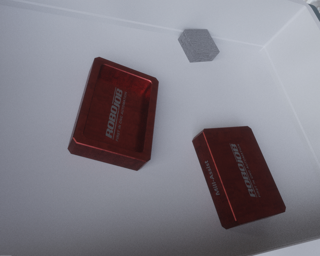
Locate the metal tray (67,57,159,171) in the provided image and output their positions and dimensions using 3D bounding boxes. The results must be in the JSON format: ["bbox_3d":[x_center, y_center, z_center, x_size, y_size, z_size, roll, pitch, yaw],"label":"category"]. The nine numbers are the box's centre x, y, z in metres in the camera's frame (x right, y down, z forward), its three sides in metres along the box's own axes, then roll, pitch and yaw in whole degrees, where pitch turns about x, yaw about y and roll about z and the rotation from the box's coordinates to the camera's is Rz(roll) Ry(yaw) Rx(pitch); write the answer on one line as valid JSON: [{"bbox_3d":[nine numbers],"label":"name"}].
[{"bbox_3d":[-0.053,-0.020,0.386,0.091,0.030,0.130,18,55,-18],"label":"metal tray"}]

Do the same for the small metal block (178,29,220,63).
[{"bbox_3d":[0.066,-0.141,0.529,0.050,0.025,0.050,-12,68,-33],"label":"small metal block"}]

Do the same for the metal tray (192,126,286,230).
[{"bbox_3d":[0.107,0.062,0.424,0.091,0.030,0.130,-3,63,-30],"label":"metal tray"}]
